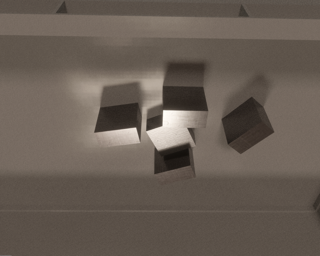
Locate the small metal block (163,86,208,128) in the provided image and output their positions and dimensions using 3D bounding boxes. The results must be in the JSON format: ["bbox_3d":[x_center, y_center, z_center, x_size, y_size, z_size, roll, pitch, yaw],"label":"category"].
[{"bbox_3d":[0.028,-0.026,0.371,0.050,0.050,0.025,1,130,-2],"label":"small metal block"}]

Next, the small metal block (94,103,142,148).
[{"bbox_3d":[-0.051,-0.004,0.388,0.050,0.050,0.025,-7,130,5],"label":"small metal block"}]

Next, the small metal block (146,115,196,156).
[{"bbox_3d":[0.015,0.006,0.415,0.050,0.025,0.050,-18,128,14],"label":"small metal block"}]

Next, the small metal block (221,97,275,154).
[{"bbox_3d":[0.109,-0.003,0.392,0.025,0.050,0.050,35,122,-26],"label":"small metal block"}]

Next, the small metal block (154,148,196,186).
[{"bbox_3d":[0.020,0.048,0.434,0.050,0.050,0.025,-16,129,12],"label":"small metal block"}]
